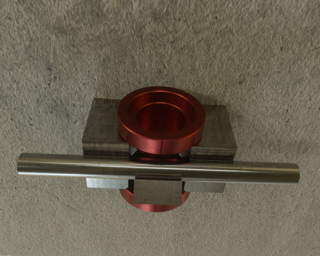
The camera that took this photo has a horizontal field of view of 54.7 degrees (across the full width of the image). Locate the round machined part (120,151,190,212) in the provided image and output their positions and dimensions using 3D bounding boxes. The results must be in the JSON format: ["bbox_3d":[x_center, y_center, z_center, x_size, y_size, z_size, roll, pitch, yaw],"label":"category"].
[{"bbox_3d":[-0.005,0.060,0.411,0.099,0.098,0.042,4,125,-3],"label":"round machined part"}]

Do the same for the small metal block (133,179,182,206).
[{"bbox_3d":[-0.002,0.071,0.346,0.050,0.025,0.050,2,171,0],"label":"small metal block"}]

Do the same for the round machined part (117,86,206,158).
[{"bbox_3d":[0.001,-0.004,0.357,0.099,0.098,0.042,3,131,-3],"label":"round machined part"}]

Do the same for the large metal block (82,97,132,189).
[{"bbox_3d":[-0.062,0.019,0.388,0.050,0.080,0.079,3,130,-3],"label":"large metal block"}]

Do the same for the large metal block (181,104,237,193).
[{"bbox_3d":[0.057,0.025,0.395,0.050,0.080,0.079,3,130,-3],"label":"large metal block"}]

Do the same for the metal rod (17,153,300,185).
[{"bbox_3d":[0.001,0.046,0.342,0.302,0.025,0.025,2,130,-3],"label":"metal rod"}]
